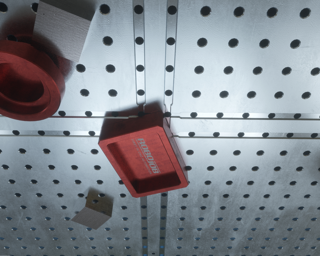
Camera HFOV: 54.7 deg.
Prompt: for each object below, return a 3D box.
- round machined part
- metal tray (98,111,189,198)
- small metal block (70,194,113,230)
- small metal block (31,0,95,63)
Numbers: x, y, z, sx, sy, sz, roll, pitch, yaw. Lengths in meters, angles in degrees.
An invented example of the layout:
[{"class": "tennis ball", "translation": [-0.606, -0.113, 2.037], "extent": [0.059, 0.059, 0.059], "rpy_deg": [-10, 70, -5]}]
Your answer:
[{"class": "round machined part", "translation": [-0.155, -0.056, 0.345], "extent": [0.099, 0.042, 0.097], "rpy_deg": [2, 137, 2]}, {"class": "metal tray", "translation": [-0.019, 0.043, 0.444], "extent": [0.090, 0.030, 0.130], "rpy_deg": [-15, 129, 12]}, {"class": "small metal block", "translation": [-0.117, 0.146, 0.534], "extent": [0.050, 0.025, 0.050], "rpy_deg": [31, 124, -24]}, {"class": "small metal block", "translation": [-0.101, -0.103, 0.322], "extent": [0.050, 0.025, 0.050], "rpy_deg": [18, 128, -16]}]
